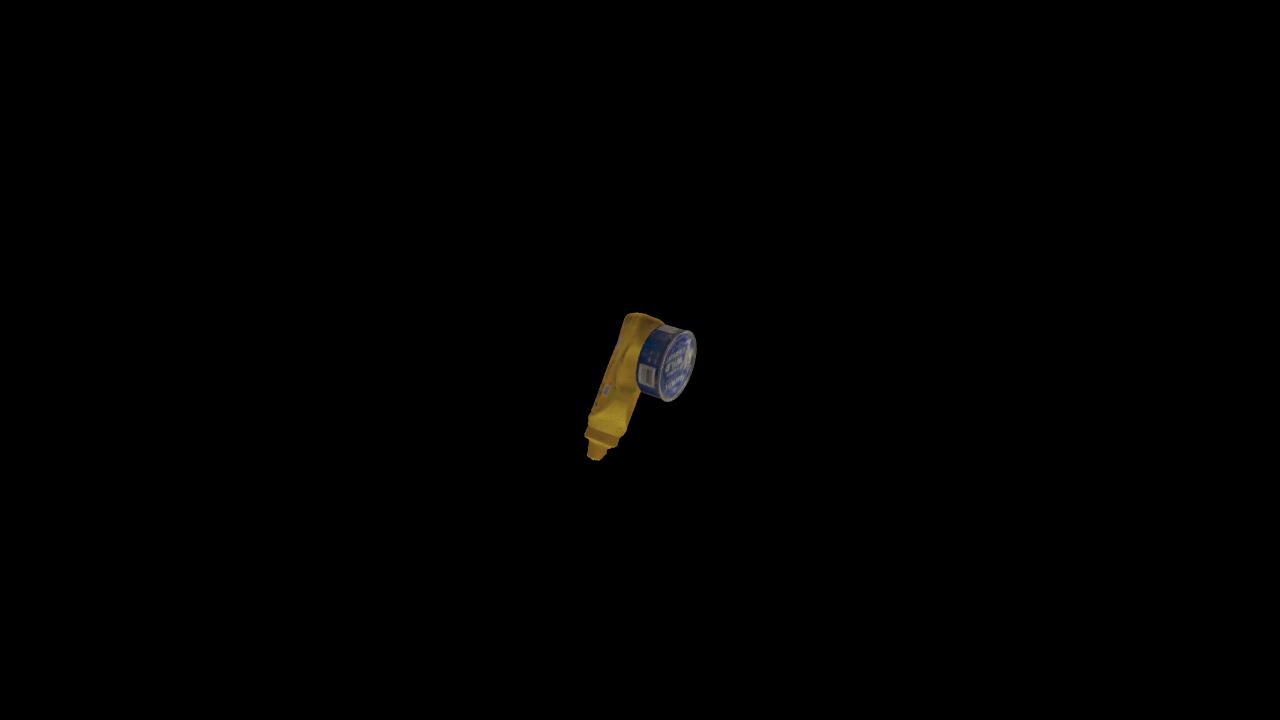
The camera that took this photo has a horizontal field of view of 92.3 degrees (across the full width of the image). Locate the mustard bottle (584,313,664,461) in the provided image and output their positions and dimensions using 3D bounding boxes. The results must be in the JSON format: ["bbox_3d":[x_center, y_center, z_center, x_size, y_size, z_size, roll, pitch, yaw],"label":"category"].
[{"bbox_3d":[-0.024,0.036,0.755,0.054,0.184,0.092,23,-7,-14],"label":"mustard bottle"}]

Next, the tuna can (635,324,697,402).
[{"bbox_3d":[0.030,0.003,0.696,0.034,0.084,0.084,18,9,28],"label":"tuna can"}]
